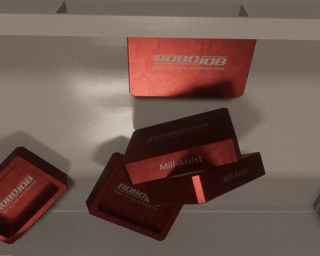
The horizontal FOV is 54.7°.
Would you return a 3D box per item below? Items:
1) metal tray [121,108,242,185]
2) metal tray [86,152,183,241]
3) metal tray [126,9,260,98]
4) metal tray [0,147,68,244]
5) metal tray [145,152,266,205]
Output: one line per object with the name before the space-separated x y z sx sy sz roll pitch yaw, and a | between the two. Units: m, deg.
metal tray | 0.026 0.019 0.380 0.130 0.090 0.030 -14 113 11
metal tray | -0.031 0.104 0.462 0.131 0.030 0.090 30 87 -23
metal tray | 0.032 -0.079 0.339 0.131 0.030 0.089 1 130 -2
metal tray | -0.213 0.101 0.455 0.130 0.030 0.090 -45 119 4
metal tray | 0.059 0.062 0.389 0.131 0.030 0.090 -11 176 -42
